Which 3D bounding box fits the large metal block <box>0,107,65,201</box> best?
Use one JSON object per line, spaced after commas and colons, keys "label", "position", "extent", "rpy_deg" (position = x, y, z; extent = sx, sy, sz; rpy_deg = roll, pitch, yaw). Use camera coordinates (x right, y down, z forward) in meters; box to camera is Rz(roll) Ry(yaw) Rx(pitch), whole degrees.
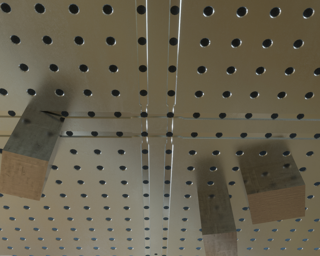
{"label": "large metal block", "position": [-0.165, 0.034, 0.403], "extent": [0.050, 0.080, 0.080], "rpy_deg": [17, 128, -14]}

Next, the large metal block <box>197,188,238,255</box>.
{"label": "large metal block", "position": [0.095, 0.159, 0.511], "extent": [0.050, 0.080, 0.080], "rpy_deg": [-8, 130, 6]}

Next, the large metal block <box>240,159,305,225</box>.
{"label": "large metal block", "position": [0.175, 0.100, 0.482], "extent": [0.080, 0.050, 0.080], "rpy_deg": [-13, 129, 10]}
